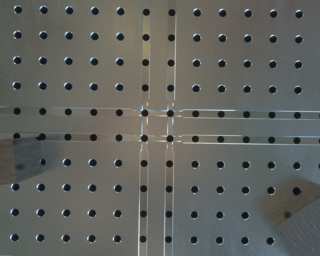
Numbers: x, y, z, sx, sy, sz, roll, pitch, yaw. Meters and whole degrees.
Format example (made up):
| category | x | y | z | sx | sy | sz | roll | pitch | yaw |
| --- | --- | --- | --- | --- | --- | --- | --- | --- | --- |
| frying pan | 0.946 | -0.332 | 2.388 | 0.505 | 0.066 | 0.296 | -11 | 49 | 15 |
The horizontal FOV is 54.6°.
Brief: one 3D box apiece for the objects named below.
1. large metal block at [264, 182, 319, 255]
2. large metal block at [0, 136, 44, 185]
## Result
| category | x | y | z | sx | sy | sz | roll | pitch | yaw |
| --- | --- | --- | --- | --- | --- | --- | --- | --- | --- |
| large metal block | 0.199 | 0.129 | 0.402 | 0.080 | 0.050 | 0.080 | -34 | 90 | 0 |
| large metal block | -0.202 | 0.041 | 0.385 | 0.080 | 0.080 | 0.050 | -6 | 90 | 0 |
